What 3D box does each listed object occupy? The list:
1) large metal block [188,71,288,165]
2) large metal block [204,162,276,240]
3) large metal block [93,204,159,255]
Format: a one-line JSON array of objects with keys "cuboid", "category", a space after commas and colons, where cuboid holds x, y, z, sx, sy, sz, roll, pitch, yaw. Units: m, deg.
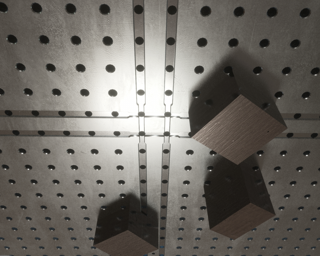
[{"cuboid": [0.094, -0.010, 0.388, 0.080, 0.050, 0.080, 30, 124, -24], "category": "large metal block"}, {"cuboid": [0.116, 0.109, 0.470, 0.050, 0.080, 0.080, 29, 124, -23], "category": "large metal block"}, {"cuboid": [-0.059, 0.192, 0.558, 0.080, 0.050, 0.080, -31, 124, 23], "category": "large metal block"}]
